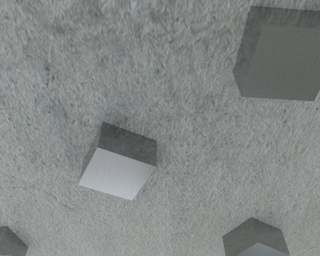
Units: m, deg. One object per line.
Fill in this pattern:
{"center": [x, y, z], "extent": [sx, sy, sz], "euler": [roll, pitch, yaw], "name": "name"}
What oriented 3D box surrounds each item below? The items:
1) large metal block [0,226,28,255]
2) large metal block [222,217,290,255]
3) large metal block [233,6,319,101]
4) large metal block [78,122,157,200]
{"center": [-0.314, 0.234, 0.586], "extent": [0.080, 0.050, 0.080], "euler": [-11, 130, 8], "name": "large metal block"}
{"center": [0.178, 0.221, 0.582], "extent": [0.080, 0.050, 0.080], "euler": [27, 125, -22], "name": "large metal block"}
{"center": [0.130, -0.077, 0.327], "extent": [0.081, 0.050, 0.079], "euler": [3, 130, -3], "name": "large metal block"}
{"center": [-0.058, 0.048, 0.431], "extent": [0.080, 0.050, 0.079], "euler": [21, 127, -17], "name": "large metal block"}
